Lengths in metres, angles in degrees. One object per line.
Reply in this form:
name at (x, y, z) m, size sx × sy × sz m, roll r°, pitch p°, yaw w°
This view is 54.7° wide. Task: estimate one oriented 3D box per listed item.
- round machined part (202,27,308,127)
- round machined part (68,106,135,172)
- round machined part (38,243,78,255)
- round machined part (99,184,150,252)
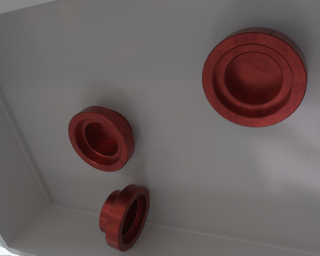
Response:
round machined part at (0.096, -0.053, 0.314) m, size 0.098 × 0.042 × 0.097 m, roll 13°, pitch 124°, yaw 21°
round machined part at (-0.079, 0.012, 0.447) m, size 0.098 × 0.042 × 0.097 m, roll 13°, pitch 124°, yaw 21°
round machined part at (-0.226, 0.304, 0.708) m, size 0.098 × 0.042 × 0.097 m, roll 13°, pitch 124°, yaw 21°
round machined part at (-0.057, 0.133, 0.474) m, size 0.042 × 0.098 × 0.097 m, roll 13°, pitch 124°, yaw 21°
